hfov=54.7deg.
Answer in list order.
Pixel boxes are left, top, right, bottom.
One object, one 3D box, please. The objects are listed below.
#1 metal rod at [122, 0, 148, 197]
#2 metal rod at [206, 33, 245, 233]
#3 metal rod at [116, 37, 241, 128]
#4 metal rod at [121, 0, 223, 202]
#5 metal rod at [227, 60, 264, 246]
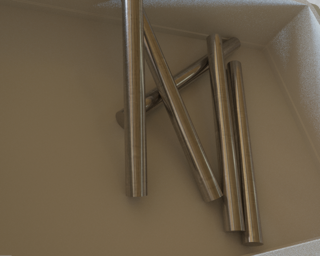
[{"bbox_3d":[-0.030,-0.073,0.359,0.025,0.025,0.298,1,85,-28],"label":"metal rod"},{"bbox_3d":[0.089,-0.009,0.440,0.025,0.025,0.299,11,63,-23],"label":"metal rod"},{"bbox_3d":[0.046,-0.083,0.480,0.025,0.025,0.302,48,51,5],"label":"metal rod"},{"bbox_3d":[0.012,-0.049,0.409,0.025,0.025,0.299,-17,81,-35],"label":"metal rod"},{"bbox_3d":[0.122,0.017,0.460,0.025,0.025,0.300,16,55,-19],"label":"metal rod"}]
